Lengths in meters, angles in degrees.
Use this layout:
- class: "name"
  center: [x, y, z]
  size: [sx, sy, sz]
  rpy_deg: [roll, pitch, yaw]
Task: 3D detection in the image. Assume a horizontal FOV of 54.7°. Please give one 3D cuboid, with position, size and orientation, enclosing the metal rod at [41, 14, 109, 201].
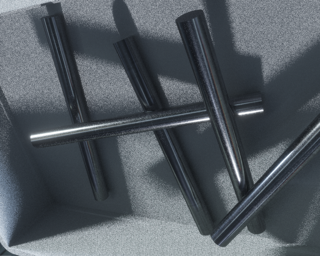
- class: "metal rod"
  center: [-0.120, -0.012, 0.464]
  size: [0.025, 0.025, 0.298]
  rpy_deg: [6, 121, 25]

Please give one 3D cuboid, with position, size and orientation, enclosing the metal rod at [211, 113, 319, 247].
- class: "metal rod"
  center: [0.143, 0.029, 0.321]
  size: [0.025, 0.025, 0.298]
  rpy_deg: [34, 120, 5]

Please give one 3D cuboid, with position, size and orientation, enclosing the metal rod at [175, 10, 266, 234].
- class: "metal rod"
  center: [0.079, 0.019, 0.344]
  size: [0.025, 0.025, 0.299]
  rpy_deg: [-4, 127, 30]

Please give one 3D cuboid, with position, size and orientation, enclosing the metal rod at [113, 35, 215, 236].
- class: "metal rod"
  center: [0.013, 0.024, 0.416]
  size: [0.025, 0.025, 0.299]
  rpy_deg: [-11, 113, 33]

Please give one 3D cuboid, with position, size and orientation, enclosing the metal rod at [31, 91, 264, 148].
- class: "metal rod"
  center: [-0.030, -0.006, 0.383]
  size: [0.301, 0.025, 0.025]
  rpy_deg: [-9, 115, 19]
